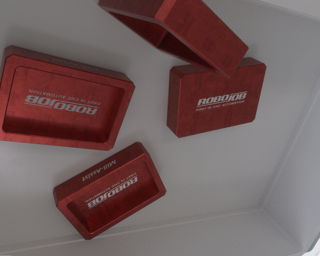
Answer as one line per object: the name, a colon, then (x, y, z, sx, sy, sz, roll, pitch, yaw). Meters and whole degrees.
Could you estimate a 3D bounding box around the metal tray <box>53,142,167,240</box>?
metal tray: (-0.064, 0.087, 0.423, 0.131, 0.030, 0.090, -29, 128, -10)

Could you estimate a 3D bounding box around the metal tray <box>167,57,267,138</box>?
metal tray: (0.076, -0.043, 0.420, 0.131, 0.030, 0.089, -11, 123, -22)

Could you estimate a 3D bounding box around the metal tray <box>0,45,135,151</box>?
metal tray: (-0.102, -0.026, 0.333, 0.131, 0.030, 0.089, 9, 114, -32)

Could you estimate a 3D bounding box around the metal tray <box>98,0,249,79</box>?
metal tray: (0.007, -0.094, 0.284, 0.090, 0.130, 0.030, 28, 97, -38)
